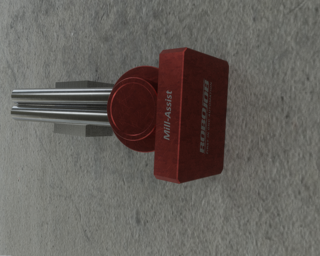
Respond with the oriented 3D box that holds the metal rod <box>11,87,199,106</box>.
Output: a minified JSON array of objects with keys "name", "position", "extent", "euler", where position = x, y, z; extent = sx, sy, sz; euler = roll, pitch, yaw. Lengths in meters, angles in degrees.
[{"name":"metal rod","position":[-0.088,-0.042,0.418],"extent":[0.301,0.025,0.025],"euler":[3,92,27]}]

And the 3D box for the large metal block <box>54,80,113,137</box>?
[{"name":"large metal block","position":[-0.118,-0.030,0.480],"extent":[0.080,0.050,0.079],"euler":[4,93,39]}]

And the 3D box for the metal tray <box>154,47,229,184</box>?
[{"name":"metal tray","position":[0.036,-0.012,0.332],"extent":[0.030,0.091,0.129],"euler":[5,93,40]}]

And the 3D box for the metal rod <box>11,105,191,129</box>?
[{"name":"metal rod","position":[-0.089,-0.016,0.419],"extent":[0.301,0.025,0.025],"euler":[4,92,27]}]

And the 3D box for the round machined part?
[{"name":"round machined part","position":[-0.020,-0.021,0.346],"extent":[0.098,0.042,0.097],"euler":[1,93,29]}]
